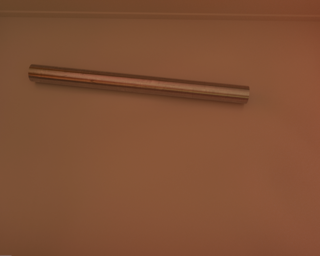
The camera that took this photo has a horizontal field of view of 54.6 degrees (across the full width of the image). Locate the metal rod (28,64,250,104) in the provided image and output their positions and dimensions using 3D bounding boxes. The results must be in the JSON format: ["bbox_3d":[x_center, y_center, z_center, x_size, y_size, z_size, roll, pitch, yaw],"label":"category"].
[{"bbox_3d":[-0.030,-0.062,0.432,0.301,0.025,0.025,6,70,2],"label":"metal rod"}]
